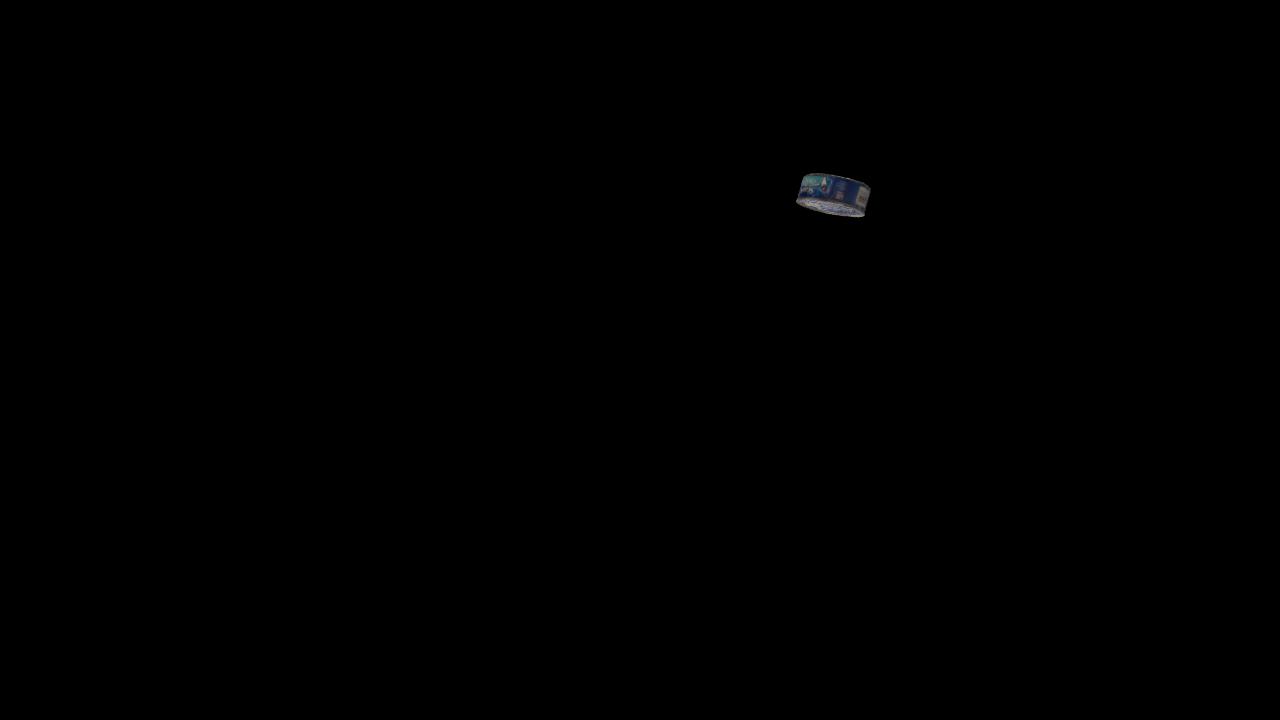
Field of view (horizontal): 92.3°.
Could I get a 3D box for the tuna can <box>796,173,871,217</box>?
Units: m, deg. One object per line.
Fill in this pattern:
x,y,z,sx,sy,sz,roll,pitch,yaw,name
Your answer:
0.238,-0.202,0.756,0.084,0.034,0.084,13,9,-2,tuna can
